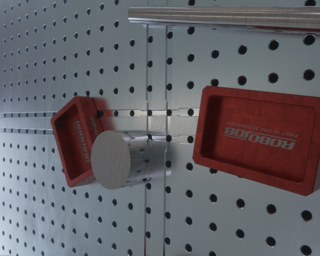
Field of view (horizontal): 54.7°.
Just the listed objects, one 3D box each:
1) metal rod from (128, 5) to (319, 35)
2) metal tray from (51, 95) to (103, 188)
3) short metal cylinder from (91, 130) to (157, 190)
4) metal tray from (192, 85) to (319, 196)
[{"bbox_3d":[0.076,-0.123,0.346,0.300,0.025,0.025,18,102,38],"label":"metal rod"},{"bbox_3d":[-0.132,0.023,0.515,0.090,0.030,0.130,-32,70,35],"label":"metal tray"},{"bbox_3d":[-0.052,0.043,0.436,0.080,0.050,0.079,0,90,40],"label":"short metal cylinder"},{"bbox_3d":[0.101,0.007,0.322,0.130,0.030,0.089,13,98,39],"label":"metal tray"}]
